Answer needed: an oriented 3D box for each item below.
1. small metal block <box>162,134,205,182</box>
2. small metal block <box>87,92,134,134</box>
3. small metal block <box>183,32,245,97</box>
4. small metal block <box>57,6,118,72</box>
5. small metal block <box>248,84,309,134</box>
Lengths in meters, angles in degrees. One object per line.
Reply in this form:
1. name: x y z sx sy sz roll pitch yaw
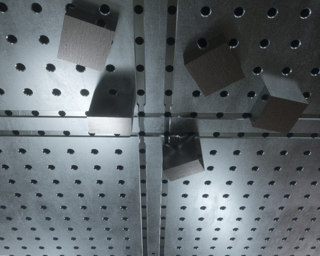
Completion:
1. small metal block: 0.032 0.041 0.431 0.050 0.050 0.025 -20 127 16
2. small metal block: -0.058 -0.019 0.379 0.050 0.050 0.025 1 130 -2
3. small metal block: 0.061 -0.071 0.352 0.050 0.025 0.050 -26 126 20
4. small metal block: -0.078 -0.094 0.331 0.050 0.025 0.050 16 128 -14
5. small metal block: 0.149 -0.023 0.394 0.050 0.025 0.050 11 129 -10
